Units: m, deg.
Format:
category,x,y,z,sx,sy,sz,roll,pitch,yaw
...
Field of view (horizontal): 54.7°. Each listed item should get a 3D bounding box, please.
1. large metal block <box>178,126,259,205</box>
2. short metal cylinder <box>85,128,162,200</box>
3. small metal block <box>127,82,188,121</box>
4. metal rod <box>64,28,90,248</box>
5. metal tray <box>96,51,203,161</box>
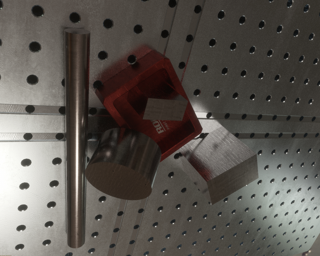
category,x,y,z,sx,sy,sz,roll,pitch,yaw
large metal block,0.085,0.052,0.457,0.080,0.080,0.050,-27,128,-12
short metal cylinder,-0.043,0.045,0.375,0.080,0.050,0.080,9,140,8
small metal block,-0.004,-0.032,0.358,0.050,0.050,0.025,2,118,-30
metal rod,-0.101,0.034,0.377,0.025,0.025,0.298,-6,121,-26
metal tray,-0.008,-0.019,0.392,0.090,0.030,0.130,-35,129,-5
